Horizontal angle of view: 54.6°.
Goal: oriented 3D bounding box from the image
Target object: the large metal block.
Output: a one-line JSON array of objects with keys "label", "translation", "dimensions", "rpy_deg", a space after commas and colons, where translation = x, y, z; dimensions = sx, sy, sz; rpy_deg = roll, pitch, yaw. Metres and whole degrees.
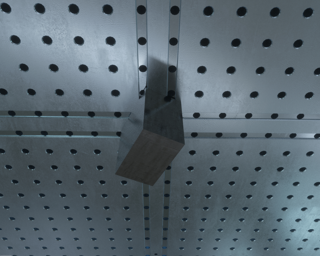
[{"label": "large metal block", "translation": [-0.013, 0.011, 0.384], "dimensions": [0.050, 0.080, 0.080], "rpy_deg": [21, 127, -17]}]
